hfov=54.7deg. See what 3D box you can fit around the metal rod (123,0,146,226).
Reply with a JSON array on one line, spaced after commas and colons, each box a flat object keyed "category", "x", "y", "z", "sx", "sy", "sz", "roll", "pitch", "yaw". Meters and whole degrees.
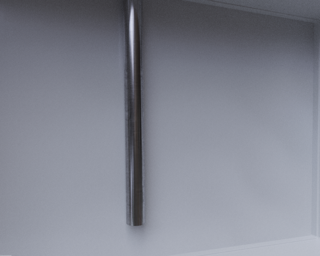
[{"category": "metal rod", "x": -0.033, "y": -0.027, "z": 0.399, "sx": 0.025, "sy": 0.025, "sz": 0.298, "roll": -1, "pitch": 90, "yaw": -20}]
